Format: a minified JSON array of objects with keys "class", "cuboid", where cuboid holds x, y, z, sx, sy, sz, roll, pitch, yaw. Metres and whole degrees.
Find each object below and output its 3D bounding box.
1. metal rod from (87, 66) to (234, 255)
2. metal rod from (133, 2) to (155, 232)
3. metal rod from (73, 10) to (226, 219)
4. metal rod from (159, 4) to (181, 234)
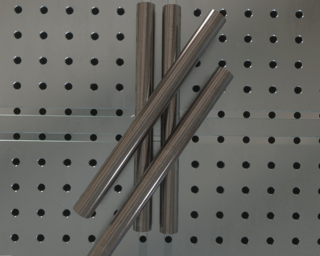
[{"class":"metal rod","cuboid":[-0.003,0.053,0.388,0.025,0.025,0.299,35,90,0]},{"class":"metal rod","cuboid":[-0.021,-0.014,0.414,0.025,0.025,0.298,1,90,0]},{"class":"metal rod","cuboid":[-0.013,-0.017,0.389,0.025,0.025,0.299,35,90,0]},{"class":"metal rod","cuboid":[0.014,-0.011,0.414,0.025,0.025,0.298,1,90,0]}]
